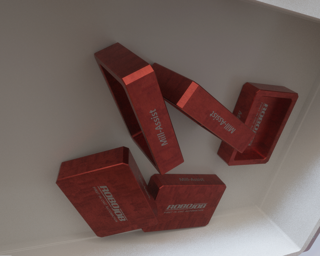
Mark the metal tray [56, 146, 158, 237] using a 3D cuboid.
[{"bbox_3d":[-0.063,0.089,0.406,0.090,0.030,0.129,-15,128,7],"label":"metal tray"}]

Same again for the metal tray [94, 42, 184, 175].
[{"bbox_3d":[-0.022,-0.020,0.342,0.030,0.090,0.129,-30,129,-13],"label":"metal tray"}]

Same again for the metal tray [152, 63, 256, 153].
[{"bbox_3d":[0.048,-0.023,0.378,0.130,0.090,0.030,32,94,-39],"label":"metal tray"}]

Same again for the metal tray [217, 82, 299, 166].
[{"bbox_3d":[0.153,-0.003,0.489,0.091,0.030,0.129,1,118,-29],"label":"metal tray"}]

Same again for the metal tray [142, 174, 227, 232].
[{"bbox_3d":[0.035,0.120,0.501,0.131,0.030,0.089,6,116,-32],"label":"metal tray"}]
